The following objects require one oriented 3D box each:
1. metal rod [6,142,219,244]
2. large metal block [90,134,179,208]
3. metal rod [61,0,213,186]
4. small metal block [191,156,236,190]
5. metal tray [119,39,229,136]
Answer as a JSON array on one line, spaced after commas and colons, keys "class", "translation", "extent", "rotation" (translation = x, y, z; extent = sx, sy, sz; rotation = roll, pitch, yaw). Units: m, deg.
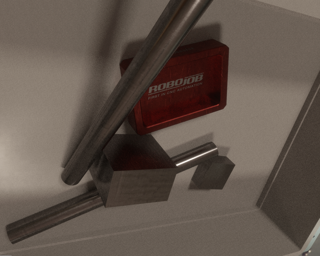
[{"class": "metal rod", "translation": [-0.053, 0.083, 0.432], "extent": [0.302, 0.025, 0.025], "rotation": [-21, 127, -17]}, {"class": "large metal block", "translation": [-0.037, 0.049, 0.385], "extent": [0.081, 0.080, 0.050], "rotation": [1, 118, -30]}, {"class": "metal rod", "translation": [-0.036, -0.024, 0.293], "extent": [0.025, 0.025, 0.298], "rotation": [9, 140, -33]}, {"class": "small metal block", "translation": [0.086, 0.072, 0.503], "extent": [0.050, 0.025, 0.050], "rotation": [9, 114, -33]}, {"class": "metal tray", "translation": [0.022, -0.052, 0.386], "extent": [0.131, 0.030, 0.089], "rotation": [-18, 126, -18]}]
